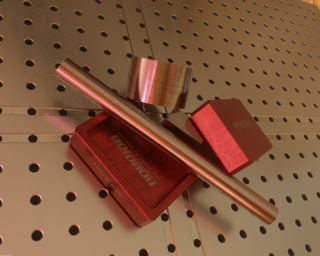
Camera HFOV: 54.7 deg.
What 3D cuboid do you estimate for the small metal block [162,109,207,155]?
[{"bbox_3d":[0.024,0.008,0.394,0.050,0.050,0.025,35,51,-5],"label":"small metal block"}]

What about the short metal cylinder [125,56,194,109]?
[{"bbox_3d":[-0.001,-0.058,0.395,0.081,0.080,0.050,8,100,-24],"label":"short metal cylinder"}]

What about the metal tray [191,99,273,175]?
[{"bbox_3d":[0.102,0.005,0.419,0.090,0.030,0.131,57,28,13],"label":"metal tray"}]

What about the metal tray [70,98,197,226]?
[{"bbox_3d":[-0.028,0.035,0.363,0.130,0.030,0.091,49,51,6],"label":"metal tray"}]

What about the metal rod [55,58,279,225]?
[{"bbox_3d":[0.012,0.019,0.360,0.301,0.025,0.025,36,51,-5],"label":"metal rod"}]
